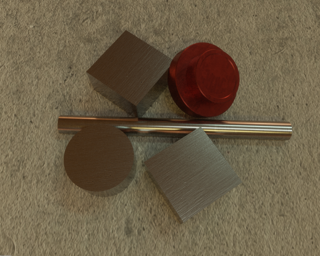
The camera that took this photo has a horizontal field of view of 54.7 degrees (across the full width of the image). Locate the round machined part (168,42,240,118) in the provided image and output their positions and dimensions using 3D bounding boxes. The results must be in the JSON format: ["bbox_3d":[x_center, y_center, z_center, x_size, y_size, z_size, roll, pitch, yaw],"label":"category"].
[{"bbox_3d":[0.063,-0.063,0.399,0.099,0.042,0.097,2,85,-27],"label":"round machined part"}]

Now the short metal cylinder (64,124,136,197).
[{"bbox_3d":[-0.070,0.041,0.380,0.081,0.050,0.080,0,70,0],"label":"short metal cylinder"}]

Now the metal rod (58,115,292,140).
[{"bbox_3d":[0.019,0.000,0.411,0.302,0.025,0.025,2,70,0],"label":"metal rod"}]

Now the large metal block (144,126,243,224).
[{"bbox_3d":[0.037,0.058,0.375,0.080,0.050,0.080,-32,73,-11],"label":"large metal block"}]

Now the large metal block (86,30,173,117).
[{"bbox_3d":[-0.037,-0.071,0.419,0.080,0.050,0.080,35,73,11],"label":"large metal block"}]
